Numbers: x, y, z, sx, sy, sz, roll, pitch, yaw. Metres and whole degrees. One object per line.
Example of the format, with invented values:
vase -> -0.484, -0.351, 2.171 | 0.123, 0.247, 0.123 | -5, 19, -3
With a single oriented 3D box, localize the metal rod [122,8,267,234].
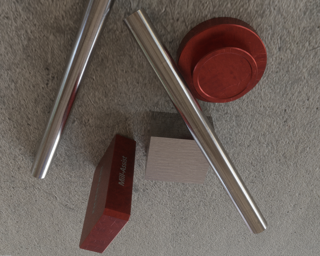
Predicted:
metal rod -> 0.050, 0.006, 0.355 | 0.025, 0.025, 0.299 | -26, 108, 20

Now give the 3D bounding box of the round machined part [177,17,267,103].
round machined part -> 0.068, -0.066, 0.341 | 0.099, 0.042, 0.097 | -1, 130, 0

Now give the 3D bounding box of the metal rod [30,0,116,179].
metal rod -> -0.113, -0.037, 0.373 | 0.025, 0.025, 0.298 | 20, 127, -17

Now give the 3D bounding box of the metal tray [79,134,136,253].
metal tray -> -0.067, 0.082, 0.408 | 0.030, 0.130, 0.089 | 22, 127, -18

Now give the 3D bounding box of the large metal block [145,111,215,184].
large metal block -> 0.024, 0.027, 0.415 | 0.081, 0.050, 0.079 | 5, 130, -5
